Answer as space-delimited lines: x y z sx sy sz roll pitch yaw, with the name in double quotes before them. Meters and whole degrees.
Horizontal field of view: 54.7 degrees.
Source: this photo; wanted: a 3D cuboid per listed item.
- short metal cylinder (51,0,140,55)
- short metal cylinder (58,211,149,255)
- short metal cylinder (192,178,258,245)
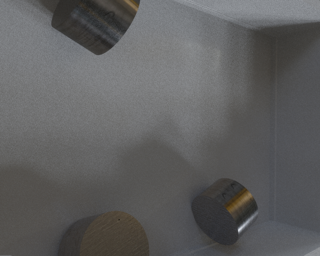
"short metal cylinder" -0.066 -0.122 0.315 0.050 0.080 0.080 30 72 -36
"short metal cylinder" -0.058 0.132 0.326 0.080 0.050 0.080 19 59 -35
"short metal cylinder" 0.093 0.120 0.449 0.050 0.080 0.080 -29 108 -36
